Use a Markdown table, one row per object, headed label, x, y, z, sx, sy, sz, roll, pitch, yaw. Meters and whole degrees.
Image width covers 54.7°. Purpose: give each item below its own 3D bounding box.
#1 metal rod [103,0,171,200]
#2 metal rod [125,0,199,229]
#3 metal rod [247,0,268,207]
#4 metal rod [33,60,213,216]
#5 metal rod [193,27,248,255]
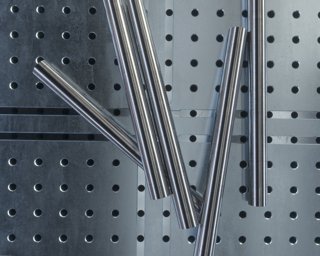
| label | x | y | z | sx | sy | sz | roll | pitch | yaw |
| --- | --- | --- | --- | --- | --- | --- | --- | --- | --- |
| metal rod | -0.035 | -0.058 | 0.398 | 0.025 | 0.025 | 0.298 | -14 | 84 | 0 |
| metal rod | 0.001 | -0.023 | 0.398 | 0.025 | 0.025 | 0.298 | -14 | 84 | 0 |
| metal rod | 0.130 | -0.047 | 0.415 | 0.025 | 0.025 | 0.298 | 0 | 90 | -1 |
| metal rod | -0.046 | 0.018 | 0.412 | 0.300 | 0.025 | 0.025 | 41 | 90 | -1 |
| metal rod | 0.079 | 0.016 | 0.399 | 0.025 | 0.025 | 0.298 | 10 | 84 | -1 |
